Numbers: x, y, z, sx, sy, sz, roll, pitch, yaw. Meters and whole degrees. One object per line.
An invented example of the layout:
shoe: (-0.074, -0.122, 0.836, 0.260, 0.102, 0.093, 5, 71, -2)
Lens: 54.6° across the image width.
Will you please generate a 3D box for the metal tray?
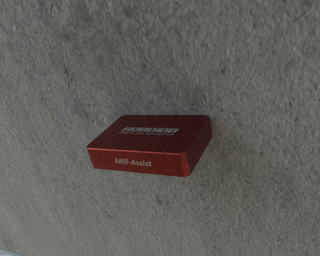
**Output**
metal tray: (-0.012, 0.017, 0.381, 0.130, 0.090, 0.030, 1, 119, 28)
